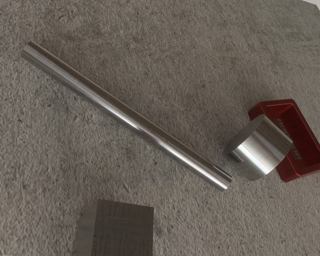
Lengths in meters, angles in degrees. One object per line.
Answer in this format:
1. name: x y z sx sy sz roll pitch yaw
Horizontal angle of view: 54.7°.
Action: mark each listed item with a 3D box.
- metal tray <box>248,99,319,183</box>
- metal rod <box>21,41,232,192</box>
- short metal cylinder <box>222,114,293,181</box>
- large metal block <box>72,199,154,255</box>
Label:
1. metal tray: 0.211 0.016 0.506 0.091 0.030 0.130 -7 66 -32
2. metal rod: -0.037 -0.011 0.392 0.301 0.025 0.025 34 51 -6
3. short metal cylinder: 0.132 0.027 0.426 0.050 0.080 0.080 44 51 1
4. large metal block: -0.046 0.117 0.274 0.050 0.080 0.080 15 56 -21
